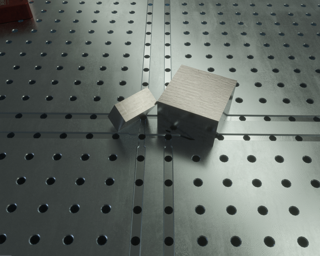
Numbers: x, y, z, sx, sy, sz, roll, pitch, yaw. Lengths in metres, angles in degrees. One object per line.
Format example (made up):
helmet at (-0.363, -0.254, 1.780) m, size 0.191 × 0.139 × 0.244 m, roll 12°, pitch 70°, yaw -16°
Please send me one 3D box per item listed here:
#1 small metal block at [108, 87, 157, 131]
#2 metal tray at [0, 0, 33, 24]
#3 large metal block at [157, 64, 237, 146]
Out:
small metal block at (-0.037, -0.023, 0.407) m, size 0.050 × 0.050 × 0.025 m, roll -32°, pitch 88°, yaw -24°
metal tray at (-0.310, -0.257, 0.615) m, size 0.091 × 0.030 × 0.130 m, roll -16°, pitch 52°, yaw -14°
large metal block at (0.050, -0.033, 0.420) m, size 0.080 × 0.050 × 0.080 m, roll 20°, pitch 53°, yaw 15°
